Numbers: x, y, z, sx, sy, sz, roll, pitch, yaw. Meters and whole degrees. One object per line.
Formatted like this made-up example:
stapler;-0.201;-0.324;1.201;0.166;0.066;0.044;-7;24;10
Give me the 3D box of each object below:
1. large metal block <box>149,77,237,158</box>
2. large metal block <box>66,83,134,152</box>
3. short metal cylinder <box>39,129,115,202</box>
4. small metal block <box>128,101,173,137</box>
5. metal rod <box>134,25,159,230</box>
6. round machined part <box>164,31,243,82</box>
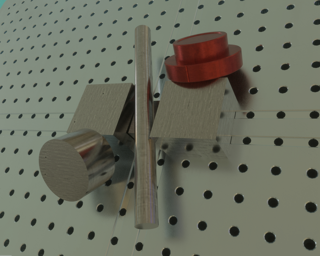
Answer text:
large metal block;0.043;-0.012;0.378;0.080;0.050;0.080;1;62;28
large metal block;-0.073;-0.016;0.441;0.080;0.050;0.080;2;63;29
short metal cylinder;-0.105;0.045;0.392;0.080;0.050;0.079;9;109;27
small metal block;-0.009;-0.009;0.419;0.050;0.025;0.050;1;62;28
metal rod;-0.020;-0.024;0.400;0.025;0.025;0.299;-16;55;19
round machined part;0.053;-0.095;0.396;0.098;0.042;0.098;-11;24;5
